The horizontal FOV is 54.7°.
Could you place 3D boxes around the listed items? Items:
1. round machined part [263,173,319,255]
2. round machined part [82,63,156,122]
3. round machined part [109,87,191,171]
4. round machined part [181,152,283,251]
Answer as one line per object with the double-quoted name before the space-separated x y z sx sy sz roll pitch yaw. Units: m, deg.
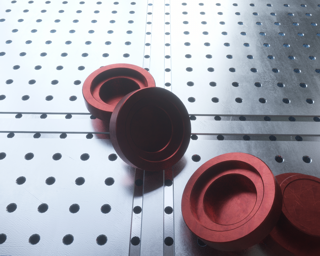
"round machined part" 0.152 0.088 0.325 0.099 0.042 0.098 0 50 0
"round machined part" -0.055 -0.043 0.432 0.099 0.042 0.098 0 50 0
"round machined part" -0.014 0.002 0.373 0.099 0.098 0.042 -35 15 -26
"round machined part" 0.075 0.076 0.315 0.098 0.042 0.098 -23 40 22
